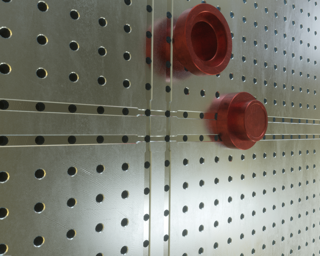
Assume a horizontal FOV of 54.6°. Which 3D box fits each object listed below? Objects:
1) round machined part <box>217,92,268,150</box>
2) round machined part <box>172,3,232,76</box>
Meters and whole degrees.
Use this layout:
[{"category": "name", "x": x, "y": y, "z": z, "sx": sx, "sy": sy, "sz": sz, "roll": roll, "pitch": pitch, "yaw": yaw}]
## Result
[{"category": "round machined part", "x": 0.143, "y": -0.012, "z": 0.516, "sx": 0.099, "sy": 0.042, "sz": 0.097, "roll": 0, "pitch": 90, "yaw": -40}, {"category": "round machined part", "x": 0.056, "y": -0.122, "z": 0.444, "sx": 0.099, "sy": 0.042, "sz": 0.097, "roll": 0, "pitch": 90, "yaw": -40}]
